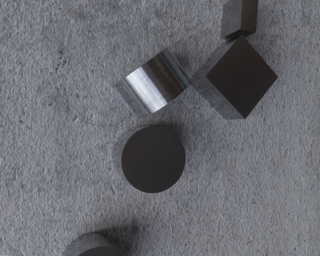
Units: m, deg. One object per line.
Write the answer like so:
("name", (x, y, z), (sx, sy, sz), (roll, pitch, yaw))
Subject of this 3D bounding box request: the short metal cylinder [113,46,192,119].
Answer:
("short metal cylinder", (-0.009, -0.055, 0.376), (0.080, 0.080, 0.050), (-40, 103, -16))

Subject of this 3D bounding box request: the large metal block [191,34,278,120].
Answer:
("large metal block", (0.102, -0.068, 0.433), (0.080, 0.050, 0.080), (44, 76, -15))

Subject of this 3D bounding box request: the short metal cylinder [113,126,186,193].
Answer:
("short metal cylinder", (-0.015, 0.037, 0.390), (0.081, 0.050, 0.079), (0, 90, -20))

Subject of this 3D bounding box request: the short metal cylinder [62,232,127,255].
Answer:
("short metal cylinder", (-0.077, 0.172, 0.368), (0.081, 0.050, 0.079), (0, 90, -20))

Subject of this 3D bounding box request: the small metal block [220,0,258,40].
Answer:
("small metal block", (0.111, -0.155, 0.436), (0.025, 0.050, 0.050), (5, 89, -20))
